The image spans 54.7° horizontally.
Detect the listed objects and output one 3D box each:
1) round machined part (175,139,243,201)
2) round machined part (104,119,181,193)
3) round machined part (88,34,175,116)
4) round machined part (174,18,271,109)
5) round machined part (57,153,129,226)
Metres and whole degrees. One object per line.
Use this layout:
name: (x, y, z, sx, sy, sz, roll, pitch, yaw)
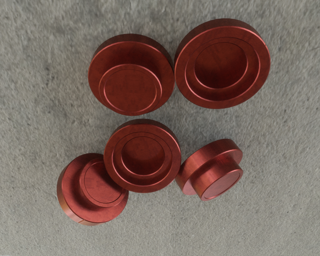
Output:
round machined part: (0.073, 0.063, 0.422, 0.099, 0.042, 0.097, -24, 147, -16)
round machined part: (-0.022, 0.033, 0.411, 0.099, 0.042, 0.097, 0, 110, 1)
round machined part: (-0.032, -0.052, 0.351, 0.099, 0.042, 0.097, -1, 130, 0)
round machined part: (0.064, -0.072, 0.336, 0.099, 0.042, 0.097, -1, 130, 0)
round machined part: (-0.084, 0.079, 0.421, 0.098, 0.098, 0.042, 29, 140, -23)
